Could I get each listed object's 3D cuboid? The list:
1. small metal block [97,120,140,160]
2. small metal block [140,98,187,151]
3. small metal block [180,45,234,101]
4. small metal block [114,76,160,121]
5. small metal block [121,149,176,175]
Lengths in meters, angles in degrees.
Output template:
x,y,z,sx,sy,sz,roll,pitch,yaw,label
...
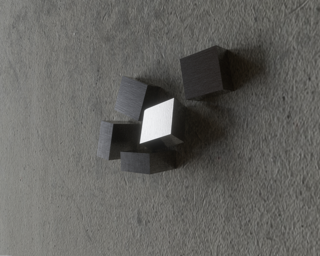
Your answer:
x,y,z,sx,sy,sz,roll,pitch,yaw,label
-0.058,0.016,0.437,0.025,0.050,0.050,14,99,39,small metal block
0.004,-0.004,0.389,0.050,0.025,0.050,-19,53,38,small metal block
0.054,-0.062,0.361,0.050,0.025,0.050,-13,82,39,small metal block
-0.033,-0.041,0.432,0.050,0.025,0.050,25,106,37,small metal block
-0.015,0.042,0.401,0.050,0.050,0.025,0,92,40,small metal block
